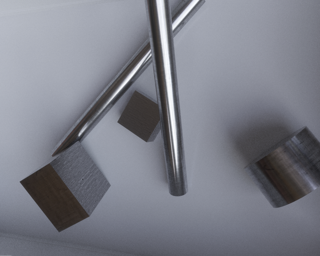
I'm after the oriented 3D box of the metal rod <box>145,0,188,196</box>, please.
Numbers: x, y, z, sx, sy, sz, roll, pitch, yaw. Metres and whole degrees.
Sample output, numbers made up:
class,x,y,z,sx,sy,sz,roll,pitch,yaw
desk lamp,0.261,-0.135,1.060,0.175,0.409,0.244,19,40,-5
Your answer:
class,x,y,z,sx,sy,sz,roll,pitch,yaw
metal rod,0.007,-0.054,0.343,0.025,0.025,0.298,2,115,19

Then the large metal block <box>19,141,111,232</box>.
class,x,y,z,sx,sy,sz,roll,pitch,yaw
large metal block,-0.120,0.074,0.411,0.050,0.080,0.080,-31,100,17

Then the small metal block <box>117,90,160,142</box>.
class,x,y,z,sx,sy,sz,roll,pitch,yaw
small metal block,-0.021,-0.016,0.417,0.050,0.025,0.050,34,101,16

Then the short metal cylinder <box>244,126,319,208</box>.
class,x,y,z,sx,sy,sz,roll,pitch,yaw
short metal cylinder,0.139,0.041,0.332,0.080,0.080,0.050,-39,78,16

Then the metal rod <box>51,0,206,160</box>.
class,x,y,z,sx,sy,sz,roll,pitch,yaw
metal rod,-0.052,-0.064,0.427,0.299,0.025,0.025,-46,76,13
